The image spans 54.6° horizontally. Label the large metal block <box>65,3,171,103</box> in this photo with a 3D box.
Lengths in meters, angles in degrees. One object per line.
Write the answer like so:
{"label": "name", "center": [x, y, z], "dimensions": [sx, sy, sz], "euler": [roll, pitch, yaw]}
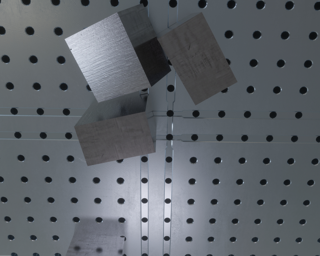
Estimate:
{"label": "large metal block", "center": [-0.046, -0.083, 0.352], "dimensions": [0.080, 0.050, 0.080], "euler": [-11, 113, 35]}

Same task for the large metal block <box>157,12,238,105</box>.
{"label": "large metal block", "center": [0.038, -0.082, 0.354], "dimensions": [0.050, 0.080, 0.080], "euler": [-29, 108, 8]}

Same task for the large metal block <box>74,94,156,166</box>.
{"label": "large metal block", "center": [-0.050, -0.001, 0.383], "dimensions": [0.080, 0.080, 0.050], "euler": [-12, 110, 4]}

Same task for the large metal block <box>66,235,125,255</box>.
{"label": "large metal block", "center": [-0.098, 0.216, 0.479], "dimensions": [0.080, 0.050, 0.079], "euler": [3, 110, -1]}
